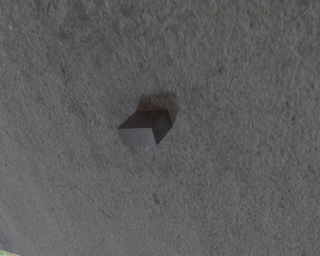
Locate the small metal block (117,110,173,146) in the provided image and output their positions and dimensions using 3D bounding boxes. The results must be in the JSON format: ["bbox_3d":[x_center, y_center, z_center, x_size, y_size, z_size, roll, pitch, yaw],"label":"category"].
[{"bbox_3d":[-0.019,0.000,0.399,0.050,0.050,0.025,-2,118,29],"label":"small metal block"}]
